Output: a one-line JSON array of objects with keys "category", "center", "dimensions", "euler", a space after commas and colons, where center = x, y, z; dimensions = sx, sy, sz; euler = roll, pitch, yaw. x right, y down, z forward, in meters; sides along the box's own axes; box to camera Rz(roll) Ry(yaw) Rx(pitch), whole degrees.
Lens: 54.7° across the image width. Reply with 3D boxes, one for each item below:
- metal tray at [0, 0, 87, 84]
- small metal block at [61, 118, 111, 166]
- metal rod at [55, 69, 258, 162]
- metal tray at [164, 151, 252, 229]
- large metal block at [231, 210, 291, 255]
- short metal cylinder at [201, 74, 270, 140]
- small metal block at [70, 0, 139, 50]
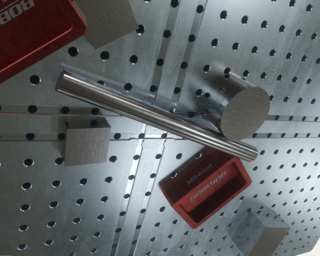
[{"category": "metal tray", "center": [-0.140, -0.091, 0.258], "dimensions": [0.130, 0.030, 0.090], "euler": [-29, 129, 5]}, {"category": "small metal block", "center": [-0.090, 0.016, 0.372], "dimensions": [0.050, 0.025, 0.050], "euler": [-2, 120, -27]}, {"category": "metal rod", "center": [0.018, -0.005, 0.399], "dimensions": [0.302, 0.025, 0.025], "euler": [20, 108, -30]}, {"category": "metal tray", "center": [0.083, 0.100, 0.514], "dimensions": [0.130, 0.030, 0.090], "euler": [-38, 129, -3]}, {"category": "large metal block", "center": [0.210, 0.220, 0.645], "dimensions": [0.081, 0.050, 0.079], "euler": [12, 112, -34]}, {"category": "short metal cylinder", "center": [0.105, -0.029, 0.434], "dimensions": [0.081, 0.050, 0.079], "euler": [-14, 124, -21]}, {"category": "small metal block", "center": [-0.056, -0.115, 0.309], "dimensions": [0.050, 0.025, 0.050], "euler": [-30, 129, -10]}]
